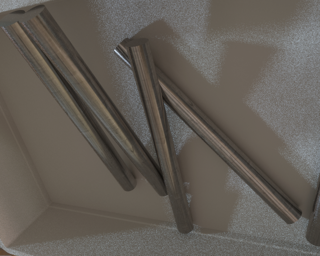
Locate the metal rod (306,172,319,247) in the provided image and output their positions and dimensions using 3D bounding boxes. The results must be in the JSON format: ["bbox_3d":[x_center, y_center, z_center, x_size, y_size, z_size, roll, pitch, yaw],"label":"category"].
[{"bbox_3d":[0.186,0.010,0.316,0.025,0.025,0.298,9,123,23],"label":"metal rod"}]

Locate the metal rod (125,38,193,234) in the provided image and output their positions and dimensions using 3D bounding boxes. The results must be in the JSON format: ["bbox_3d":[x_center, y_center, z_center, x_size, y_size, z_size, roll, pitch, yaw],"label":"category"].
[{"bbox_3d":[0.008,0.033,0.402,0.025,0.025,0.298,3,127,26],"label":"metal rod"}]

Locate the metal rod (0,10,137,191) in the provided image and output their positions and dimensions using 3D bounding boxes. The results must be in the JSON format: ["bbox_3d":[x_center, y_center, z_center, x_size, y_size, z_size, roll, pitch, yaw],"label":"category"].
[{"bbox_3d":[-0.089,-0.003,0.379,0.025,0.025,0.299,7,144,24],"label":"metal rod"}]

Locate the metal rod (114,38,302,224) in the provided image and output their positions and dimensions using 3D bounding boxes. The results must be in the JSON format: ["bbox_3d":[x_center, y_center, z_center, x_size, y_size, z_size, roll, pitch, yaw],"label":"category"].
[{"bbox_3d":[0.060,0.006,0.379,0.300,0.025,0.025,44,129,-3],"label":"metal rod"}]

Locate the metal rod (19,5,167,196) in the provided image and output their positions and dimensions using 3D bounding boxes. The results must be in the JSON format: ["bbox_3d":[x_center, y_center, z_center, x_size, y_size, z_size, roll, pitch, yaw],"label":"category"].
[{"bbox_3d":[-0.050,-0.002,0.359,0.025,0.025,0.299,-1,141,28],"label":"metal rod"}]
